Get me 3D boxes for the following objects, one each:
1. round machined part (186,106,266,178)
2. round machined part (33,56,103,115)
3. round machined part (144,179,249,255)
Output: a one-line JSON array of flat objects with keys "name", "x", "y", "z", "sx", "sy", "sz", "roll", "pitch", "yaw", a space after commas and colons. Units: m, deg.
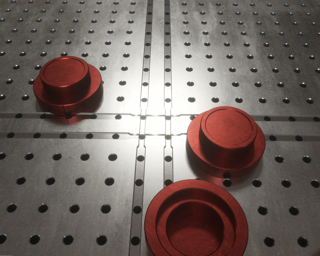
[{"name": "round machined part", "x": 0.083, "y": 0.010, "z": 0.389, "sx": 0.099, "sy": 0.042, "sz": 0.098, "roll": 0, "pitch": 50, "yaw": 0}, {"name": "round machined part", "x": -0.135, "y": -0.068, "z": 0.452, "sx": 0.099, "sy": 0.042, "sz": 0.098, "roll": 0, "pitch": 50, "yaw": 0}, {"name": "round machined part", "x": 0.034, "y": 0.104, "z": 0.309, "sx": 0.099, "sy": 0.042, "sz": 0.098, "roll": 0, "pitch": 50, "yaw": 0}]
